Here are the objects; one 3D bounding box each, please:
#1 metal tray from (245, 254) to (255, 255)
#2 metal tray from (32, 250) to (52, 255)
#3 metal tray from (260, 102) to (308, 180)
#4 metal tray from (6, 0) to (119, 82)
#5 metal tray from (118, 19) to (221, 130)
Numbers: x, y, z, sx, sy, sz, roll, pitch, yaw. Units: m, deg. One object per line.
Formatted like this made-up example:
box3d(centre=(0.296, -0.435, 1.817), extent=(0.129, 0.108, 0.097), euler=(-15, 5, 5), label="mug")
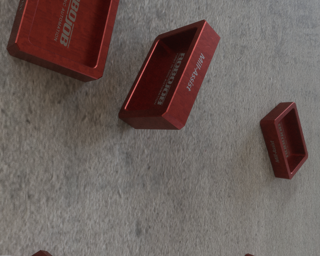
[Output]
box3d(centre=(0.174, 0.299, 0.551), extent=(0.090, 0.030, 0.130), euler=(-51, 120, -28), label="metal tray")
box3d(centre=(-0.125, 0.200, 0.299), extent=(0.091, 0.030, 0.129), euler=(-27, 107, -37), label="metal tray")
box3d(centre=(0.248, 0.024, 0.613), extent=(0.091, 0.030, 0.129), euler=(-34, 112, -35), label="metal tray")
box3d(centre=(-0.093, -0.123, 0.323), extent=(0.091, 0.030, 0.129), euler=(18, 79, -39), label="metal tray")
box3d(centre=(0.010, -0.062, 0.372), extent=(0.030, 0.090, 0.130), euler=(37, 67, -35), label="metal tray")
